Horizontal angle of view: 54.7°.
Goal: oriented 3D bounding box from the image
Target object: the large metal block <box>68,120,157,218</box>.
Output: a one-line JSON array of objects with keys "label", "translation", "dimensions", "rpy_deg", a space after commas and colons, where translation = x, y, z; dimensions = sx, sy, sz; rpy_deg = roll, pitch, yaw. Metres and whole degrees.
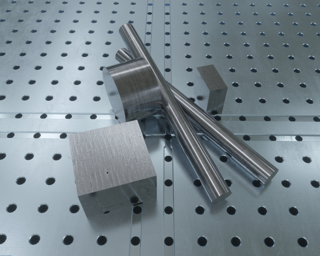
[{"label": "large metal block", "translation": [-0.054, 0.044, 0.353], "dimensions": [0.081, 0.050, 0.080], "rpy_deg": [-13, 51, -11]}]

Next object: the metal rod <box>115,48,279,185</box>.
[{"label": "metal rod", "translation": [0.033, -0.031, 0.434], "dimensions": [0.025, 0.025, 0.300], "rpy_deg": [-33, 58, -25]}]

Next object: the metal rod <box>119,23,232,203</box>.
[{"label": "metal rod", "translation": [0.008, -0.039, 0.416], "dimensions": [0.025, 0.025, 0.299], "rpy_deg": [-19, 60, -16]}]

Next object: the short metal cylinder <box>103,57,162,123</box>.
[{"label": "short metal cylinder", "translation": [-0.038, -0.049, 0.412], "dimensions": [0.050, 0.080, 0.080], "rpy_deg": [-21, 53, -17]}]

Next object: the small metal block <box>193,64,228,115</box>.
[{"label": "small metal block", "translation": [0.070, -0.053, 0.437], "dimensions": [0.025, 0.050, 0.050], "rpy_deg": [-12, 51, -10]}]
